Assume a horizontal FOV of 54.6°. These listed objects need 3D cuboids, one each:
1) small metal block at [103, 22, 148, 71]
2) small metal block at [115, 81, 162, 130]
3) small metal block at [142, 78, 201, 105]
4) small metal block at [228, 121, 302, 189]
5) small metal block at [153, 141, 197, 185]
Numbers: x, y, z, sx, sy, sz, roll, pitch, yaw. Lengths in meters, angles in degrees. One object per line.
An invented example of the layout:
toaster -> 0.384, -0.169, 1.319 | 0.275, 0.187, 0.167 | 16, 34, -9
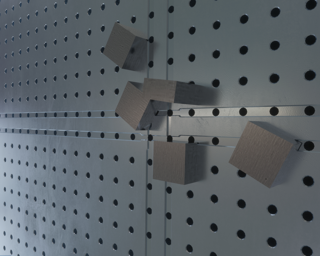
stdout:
small metal block -> -0.051, -0.119, 0.453 | 0.050, 0.025, 0.050 | 42, 115, 32
small metal block -> -0.031, -0.031, 0.436 | 0.050, 0.025, 0.050 | 41, 115, 32
small metal block -> 0.014, -0.045, 0.382 | 0.050, 0.050, 0.025 | 13, 98, 39
small metal block -> 0.107, 0.026, 0.321 | 0.050, 0.025, 0.050 | 33, 111, 35
small metal block -> 0.019, 0.042, 0.395 | 0.050, 0.025, 0.050 | 3, 92, 40
